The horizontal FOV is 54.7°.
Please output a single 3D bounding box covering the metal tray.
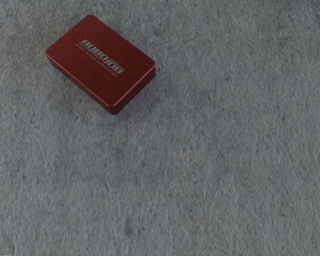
[{"bbox_3d":[-0.082,-0.092,0.438,0.130,0.030,0.090,39,74,12],"label":"metal tray"}]
